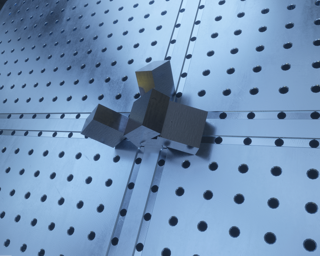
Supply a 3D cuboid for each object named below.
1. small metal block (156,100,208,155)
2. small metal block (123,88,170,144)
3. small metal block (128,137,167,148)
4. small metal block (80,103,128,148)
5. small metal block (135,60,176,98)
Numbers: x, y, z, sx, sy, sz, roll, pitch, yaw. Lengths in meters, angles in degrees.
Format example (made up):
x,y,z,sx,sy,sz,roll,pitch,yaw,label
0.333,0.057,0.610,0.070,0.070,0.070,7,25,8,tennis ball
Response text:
x,y,z,sx,sy,sz,roll,pitch,yaw,label
0.027,0.000,0.381,0.050,0.025,0.050,16,66,1,small metal block
-0.017,-0.014,0.379,0.050,0.025,0.050,-27,43,55,small metal block
-0.011,-0.003,0.417,0.050,0.025,0.050,3,63,29,small metal block
-0.072,-0.002,0.419,0.050,0.050,0.025,-37,34,51,small metal block
-0.005,-0.060,0.419,0.025,0.050,0.050,3,27,30,small metal block
